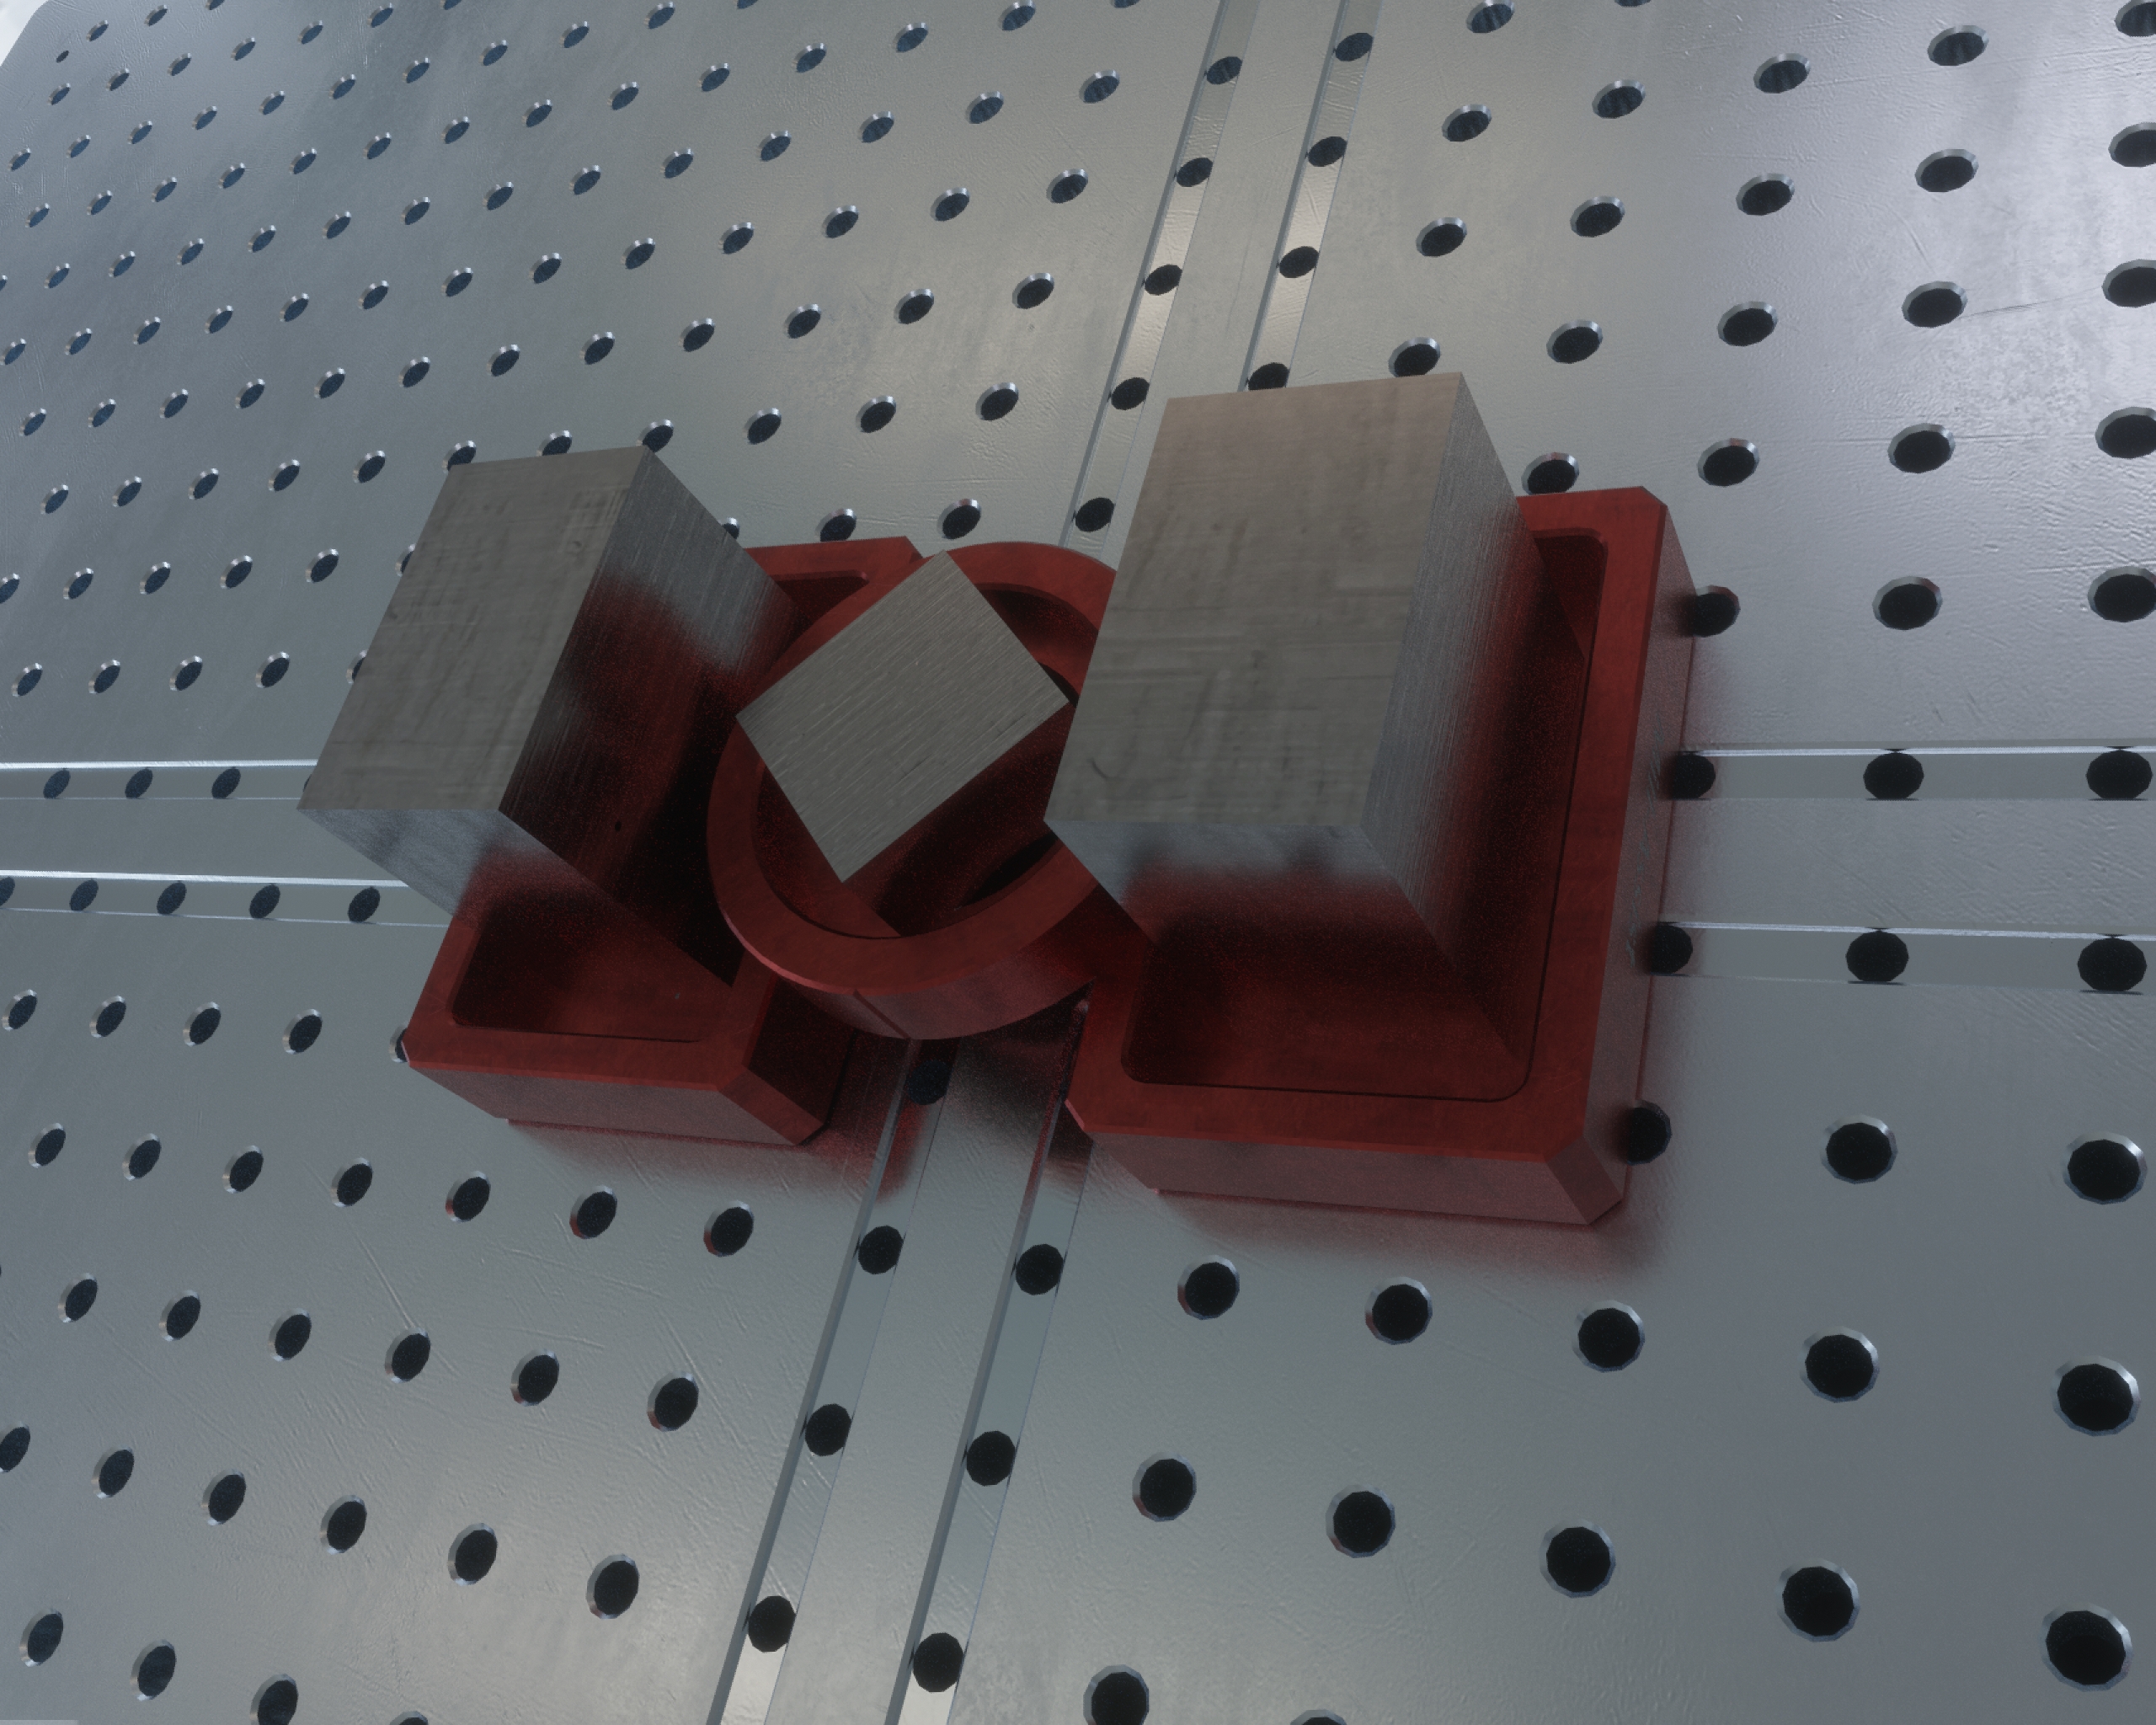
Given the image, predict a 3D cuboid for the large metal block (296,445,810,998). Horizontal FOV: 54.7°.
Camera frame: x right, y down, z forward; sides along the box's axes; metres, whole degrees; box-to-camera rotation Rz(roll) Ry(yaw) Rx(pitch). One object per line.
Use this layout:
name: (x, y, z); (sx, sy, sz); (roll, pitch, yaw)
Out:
large metal block: (-0.097, -0.026, 0.423); (0.050, 0.080, 0.080); (1, 62, 29)

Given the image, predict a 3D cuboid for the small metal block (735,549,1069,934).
small metal block: (-0.028, -0.022, 0.384); (0.050, 0.025, 0.050); (-39, 51, 2)

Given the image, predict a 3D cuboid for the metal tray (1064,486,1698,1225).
metal tray: (0.057, -0.004, 0.377); (0.090, 0.030, 0.130); (0, 61, 28)

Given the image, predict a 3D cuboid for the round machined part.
round machined part: (-0.018, -0.010, 0.402); (0.098, 0.042, 0.098); (-13, 56, 21)

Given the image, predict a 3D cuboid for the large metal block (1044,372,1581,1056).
large metal block: (0.044, -0.022, 0.346); (0.050, 0.080, 0.080); (2, 63, 29)

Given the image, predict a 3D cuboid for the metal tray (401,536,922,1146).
metal tray: (-0.082, -0.007, 0.452); (0.090, 0.030, 0.130); (1, 62, 28)
